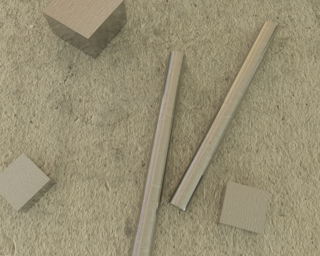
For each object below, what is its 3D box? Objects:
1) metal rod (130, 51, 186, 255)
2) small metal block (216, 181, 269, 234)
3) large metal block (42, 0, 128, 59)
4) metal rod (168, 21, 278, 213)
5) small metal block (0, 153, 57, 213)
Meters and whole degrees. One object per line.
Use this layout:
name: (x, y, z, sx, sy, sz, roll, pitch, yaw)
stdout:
metal rod: (-0.001, 0.034, 0.395, 0.025, 0.025, 0.299, 10, 70, 3)
small metal block: (0.099, 0.096, 0.374, 0.050, 0.025, 0.050, 14, 71, 5)
large metal block: (-0.106, -0.162, 0.453, 0.080, 0.050, 0.080, 32, 73, 11)
metal rod: (0.093, -0.027, 0.419, 0.025, 0.025, 0.300, 27, 72, 9)
small metal block: (-0.167, 0.068, 0.381, 0.050, 0.025, 0.050, 40, 74, 13)
